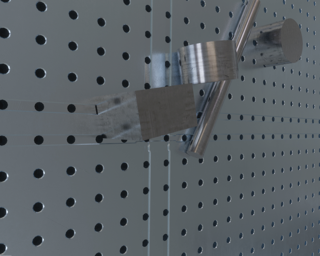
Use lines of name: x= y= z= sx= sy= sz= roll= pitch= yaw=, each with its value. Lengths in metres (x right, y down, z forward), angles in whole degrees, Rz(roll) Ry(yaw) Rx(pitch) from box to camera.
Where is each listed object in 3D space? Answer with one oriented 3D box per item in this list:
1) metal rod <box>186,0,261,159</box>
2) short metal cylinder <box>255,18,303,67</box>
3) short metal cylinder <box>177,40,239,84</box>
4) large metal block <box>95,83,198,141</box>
metal rod: x=0.108 y=-0.090 z=0.499 sx=0.025 sy=0.025 sz=0.300 roll=37 pitch=67 yaw=-34
short metal cylinder: x=0.223 y=-0.158 z=0.579 sx=0.081 sy=0.050 sz=0.080 roll=0 pitch=90 yaw=-40
short metal cylinder: x=0.066 y=-0.088 z=0.428 sx=0.081 sy=0.080 sz=0.050 roll=-13 pitch=99 yaw=-39
large metal block: x=-0.016 y=-0.019 z=0.360 sx=0.081 sy=0.080 sz=0.050 roll=-14 pitch=99 yaw=-39
